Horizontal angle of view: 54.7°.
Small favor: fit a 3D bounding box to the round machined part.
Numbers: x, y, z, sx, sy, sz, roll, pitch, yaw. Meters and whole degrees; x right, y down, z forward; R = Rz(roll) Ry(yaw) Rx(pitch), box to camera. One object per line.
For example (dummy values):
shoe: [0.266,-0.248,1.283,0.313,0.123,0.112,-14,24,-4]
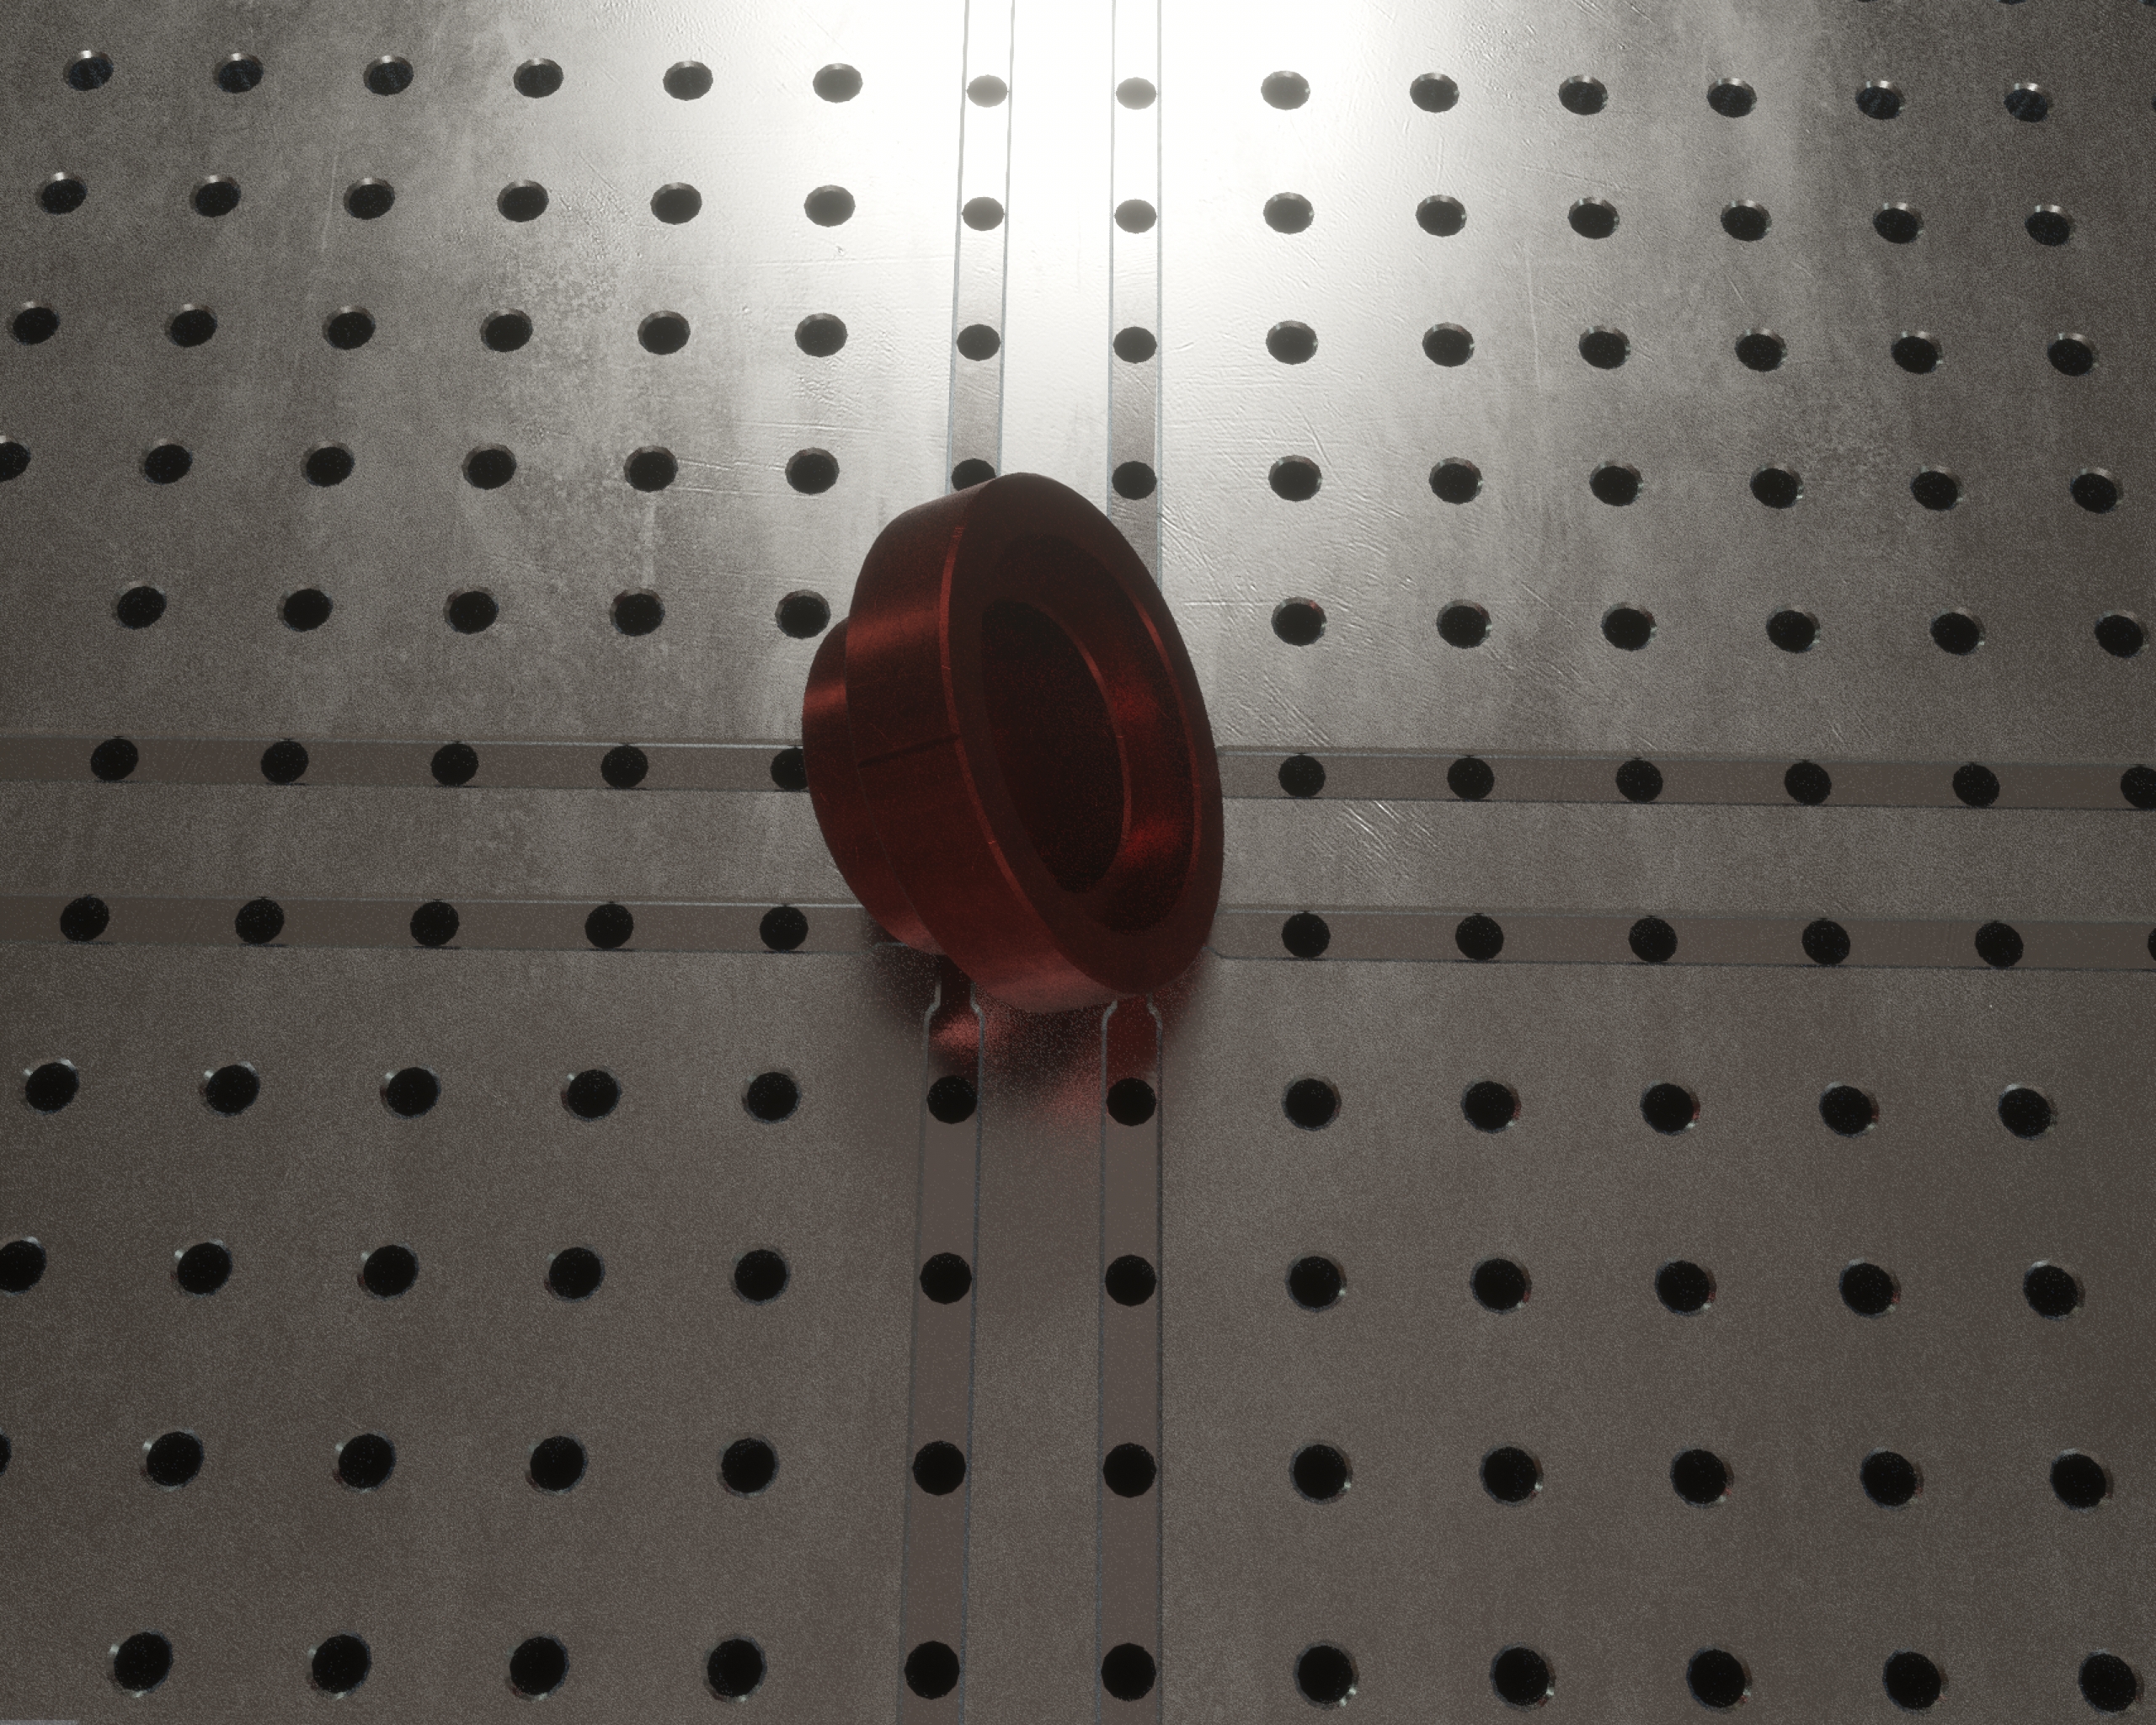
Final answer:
round machined part: [-0.014,-0.020,0.389,0.042,0.098,0.098,-14,67,28]
